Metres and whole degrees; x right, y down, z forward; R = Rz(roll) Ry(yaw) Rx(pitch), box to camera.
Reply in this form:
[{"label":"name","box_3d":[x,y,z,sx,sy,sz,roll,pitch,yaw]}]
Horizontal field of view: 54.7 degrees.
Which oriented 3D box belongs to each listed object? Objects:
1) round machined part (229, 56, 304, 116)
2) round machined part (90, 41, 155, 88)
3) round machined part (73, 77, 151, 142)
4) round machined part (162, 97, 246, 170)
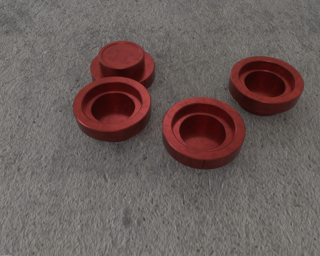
[{"label":"round machined part","box_3d":[0.146,-0.055,0.439,0.099,0.042,0.098,0,50,0]},{"label":"round machined part","box_3d":[-0.057,-0.096,0.473,0.099,0.042,0.098,0,50,0]},{"label":"round machined part","box_3d":[-0.060,-0.020,0.408,0.099,0.042,0.098,0,50,0]},{"label":"round machined part","box_3d":[0.052,0.011,0.383,0.099,0.042,0.098,0,50,0]}]
